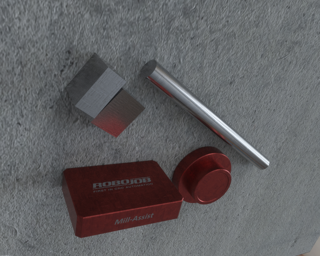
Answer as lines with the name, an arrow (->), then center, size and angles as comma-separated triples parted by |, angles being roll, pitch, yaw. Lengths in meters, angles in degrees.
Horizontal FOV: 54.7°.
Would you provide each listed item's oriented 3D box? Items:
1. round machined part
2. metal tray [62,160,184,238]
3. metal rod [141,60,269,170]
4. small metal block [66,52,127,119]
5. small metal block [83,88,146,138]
round machined part -> 0.073, 0.081, 0.488 | 0.099, 0.042, 0.097 | -14, 125, -21
metal tray -> -0.048, 0.083, 0.390 | 0.131, 0.090, 0.030 | -3, 120, -28
metal rod -> 0.084, -0.003, 0.452 | 0.301, 0.025, 0.025 | 34, 99, -39
small metal block -> -0.069, -0.046, 0.326 | 0.050, 0.050, 0.025 | -48, 129, 5
small metal block -> -0.053, -0.022, 0.357 | 0.050, 0.025, 0.050 | -45, 146, 3
